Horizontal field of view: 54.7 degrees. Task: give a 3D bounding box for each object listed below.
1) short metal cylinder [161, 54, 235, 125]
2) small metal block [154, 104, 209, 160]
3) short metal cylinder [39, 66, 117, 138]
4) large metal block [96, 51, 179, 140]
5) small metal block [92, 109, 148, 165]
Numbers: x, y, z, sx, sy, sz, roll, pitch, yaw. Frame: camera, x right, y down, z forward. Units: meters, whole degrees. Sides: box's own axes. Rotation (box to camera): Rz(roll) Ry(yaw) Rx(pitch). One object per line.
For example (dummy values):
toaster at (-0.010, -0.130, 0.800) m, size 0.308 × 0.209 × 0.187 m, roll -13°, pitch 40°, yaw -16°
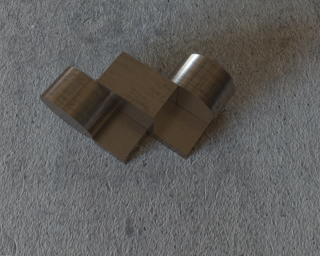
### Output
short metal cylinder at (0.048, -0.048, 0.398) m, size 0.080 × 0.080 × 0.050 m, roll 34°, pitch 74°, yaw 11°
small metal block at (0.027, 0.005, 0.408) m, size 0.050 × 0.025 × 0.050 m, roll 34°, pitch 73°, yaw 11°
short metal cylinder at (-0.102, -0.031, 0.391) m, size 0.080 × 0.080 × 0.050 m, roll 33°, pitch 74°, yaw 11°
large metal block at (-0.026, -0.039, 0.395) m, size 0.080 × 0.080 × 0.050 m, roll 33°, pitch 73°, yaw 11°
small metal block at (-0.051, 0.012, 0.405) m, size 0.050 × 0.025 × 0.050 m, roll 34°, pitch 73°, yaw 11°
